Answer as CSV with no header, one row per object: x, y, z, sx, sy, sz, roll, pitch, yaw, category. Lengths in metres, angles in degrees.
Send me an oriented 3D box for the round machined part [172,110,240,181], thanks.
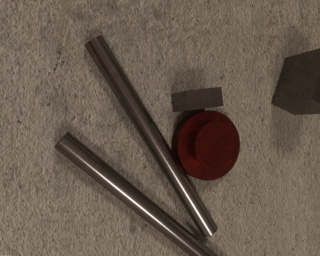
0.070,0.024,0.427,0.099,0.042,0.097,0,90,-21,round machined part

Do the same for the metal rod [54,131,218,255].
-0.010,0.112,0.406,0.300,0.025,0.025,43,76,-15,metal rod

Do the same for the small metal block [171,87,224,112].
0.049,-0.038,0.415,0.050,0.050,0.025,-9,93,-20,small metal block

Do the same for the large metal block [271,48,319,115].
0.225,-0.067,0.465,0.050,0.080,0.080,22,83,-19,large metal block

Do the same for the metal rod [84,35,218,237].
-0.006,0.019,0.407,0.025,0.025,0.299,-34,102,-17,metal rod
